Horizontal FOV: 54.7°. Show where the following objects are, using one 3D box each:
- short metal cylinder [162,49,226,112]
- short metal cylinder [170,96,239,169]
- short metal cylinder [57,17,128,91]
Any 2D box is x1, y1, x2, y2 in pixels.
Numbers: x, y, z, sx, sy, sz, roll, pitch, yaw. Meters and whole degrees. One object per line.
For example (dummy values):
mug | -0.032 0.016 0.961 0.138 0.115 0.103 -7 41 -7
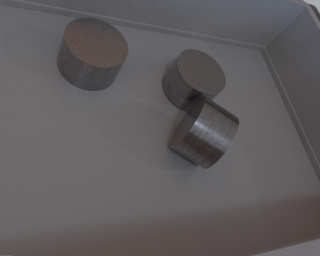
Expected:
short metal cylinder | 0.050 -0.070 0.461 0.081 0.050 0.080 14 56 -21
short metal cylinder | 0.056 0.005 0.399 0.050 0.080 0.080 33 51 -8
short metal cylinder | -0.088 -0.095 0.401 0.081 0.050 0.080 14 56 -21
